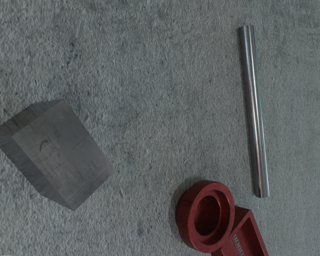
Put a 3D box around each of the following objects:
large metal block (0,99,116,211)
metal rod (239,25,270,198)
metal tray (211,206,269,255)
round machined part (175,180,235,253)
[{"bbox_3d":[-0.100,0.022,0.285,0.050,0.080,0.080,-45,117,-31],"label":"large metal block"},{"bbox_3d":[0.166,-0.025,0.542,0.025,0.025,0.298,-13,98,-39],"label":"metal rod"},{"bbox_3d":[0.134,0.208,0.514,0.091,0.030,0.129,-38,113,-33],"label":"metal tray"},{"bbox_3d":[0.060,0.123,0.444,0.099,0.042,0.097,0,90,-40],"label":"round machined part"}]
